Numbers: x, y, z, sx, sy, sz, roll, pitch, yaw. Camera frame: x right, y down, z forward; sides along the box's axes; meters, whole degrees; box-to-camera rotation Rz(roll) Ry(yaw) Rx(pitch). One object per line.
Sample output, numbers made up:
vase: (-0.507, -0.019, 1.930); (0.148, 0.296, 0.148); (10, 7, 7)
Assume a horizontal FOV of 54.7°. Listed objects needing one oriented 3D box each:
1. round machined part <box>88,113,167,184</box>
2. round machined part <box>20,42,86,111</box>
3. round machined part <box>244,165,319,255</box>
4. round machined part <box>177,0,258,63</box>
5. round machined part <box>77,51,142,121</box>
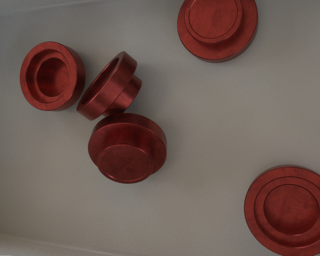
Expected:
round machined part: (-0.041, 0.032, 0.387); (0.099, 0.042, 0.097); (1, 129, 2)
round machined part: (-0.151, -0.073, 0.453); (0.098, 0.042, 0.097); (0, 90, 19)
round machined part: (0.147, 0.090, 0.350); (0.098, 0.042, 0.097); (0, 90, 19)
round machined part: (0.068, -0.132, 0.377); (0.098, 0.042, 0.097); (0, 90, 19)
round machined part: (-0.061, -0.048, 0.403); (0.042, 0.098, 0.098); (38, 105, -22)
